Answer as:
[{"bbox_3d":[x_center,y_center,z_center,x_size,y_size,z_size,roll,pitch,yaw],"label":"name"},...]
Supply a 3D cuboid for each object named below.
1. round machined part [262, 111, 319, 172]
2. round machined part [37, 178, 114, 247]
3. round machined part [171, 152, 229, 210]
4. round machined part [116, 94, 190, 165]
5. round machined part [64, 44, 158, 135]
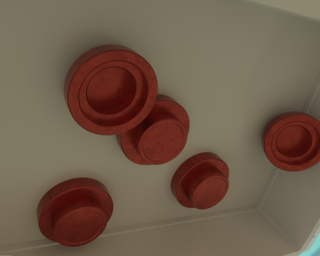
[{"bbox_3d":[0.219,0.019,0.513,0.099,0.042,0.097,1,107,5],"label":"round machined part"},{"bbox_3d":[-0.109,0.118,0.412,0.099,0.042,0.097,-14,125,-21],"label":"round machined part"},{"bbox_3d":[0.071,0.091,0.495,0.099,0.042,0.097,-14,125,-21],"label":"round machined part"},{"bbox_3d":[-0.004,0.009,0.403,0.099,0.042,0.097,-14,125,-21],"label":"round machined part"},{"bbox_3d":[-0.056,-0.044,0.341,0.099,0.042,0.097,-14,124,-21],"label":"round machined part"}]
